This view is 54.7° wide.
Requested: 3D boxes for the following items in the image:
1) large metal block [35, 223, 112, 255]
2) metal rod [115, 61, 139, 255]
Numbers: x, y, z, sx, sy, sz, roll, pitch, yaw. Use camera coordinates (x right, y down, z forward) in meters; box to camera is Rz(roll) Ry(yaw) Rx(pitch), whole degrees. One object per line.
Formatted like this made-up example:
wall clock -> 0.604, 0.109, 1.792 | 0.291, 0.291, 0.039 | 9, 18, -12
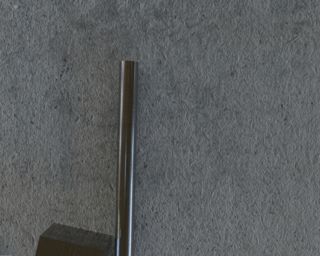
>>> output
large metal block -> -0.114, 0.177, 0.397 | 0.080, 0.050, 0.080 | 13, 90, 0
metal rod -> -0.045, 0.063, 0.409 | 0.025, 0.025, 0.298 | 1, 90, 0
